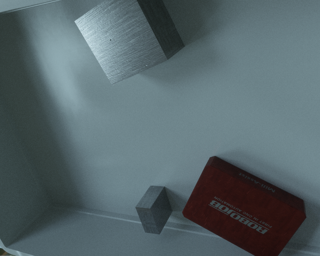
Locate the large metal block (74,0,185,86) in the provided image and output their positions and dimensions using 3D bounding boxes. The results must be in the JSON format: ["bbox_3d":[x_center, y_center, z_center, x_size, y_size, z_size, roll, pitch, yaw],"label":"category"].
[{"bbox_3d":[-0.032,-0.104,0.343,0.080,0.050,0.080,-18,110,35],"label":"large metal block"}]

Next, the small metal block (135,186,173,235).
[{"bbox_3d":[-0.008,0.124,0.472,0.025,0.050,0.050,-3,117,29],"label":"small metal block"}]

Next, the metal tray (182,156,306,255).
[{"bbox_3d":[0.105,0.105,0.403,0.130,0.030,0.089,27,116,11],"label":"metal tray"}]
